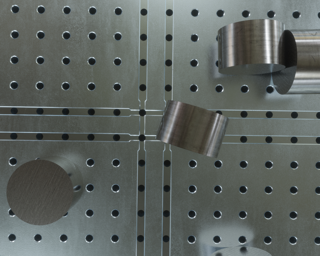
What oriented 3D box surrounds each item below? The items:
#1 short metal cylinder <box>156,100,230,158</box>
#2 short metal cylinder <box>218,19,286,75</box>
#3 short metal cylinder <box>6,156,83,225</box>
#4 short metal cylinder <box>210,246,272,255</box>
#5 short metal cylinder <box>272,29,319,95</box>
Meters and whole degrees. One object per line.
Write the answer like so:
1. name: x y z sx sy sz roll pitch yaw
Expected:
1. short metal cylinder: 0.040 0.001 0.387 0.080 0.080 0.050 18 90 -1
2. short metal cylinder: 0.113 -0.098 0.387 0.081 0.080 0.050 -1 90 -1
3. short metal cylinder: -0.145 0.078 0.399 0.081 0.050 0.079 0 90 -1
4. short metal cylinder: 0.103 0.189 0.387 0.081 0.080 0.050 -7 90 0
5. short metal cylinder: 0.179 -0.082 0.388 0.050 0.080 0.079 -1 90 0
